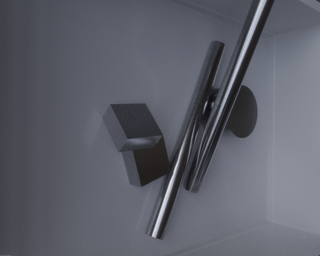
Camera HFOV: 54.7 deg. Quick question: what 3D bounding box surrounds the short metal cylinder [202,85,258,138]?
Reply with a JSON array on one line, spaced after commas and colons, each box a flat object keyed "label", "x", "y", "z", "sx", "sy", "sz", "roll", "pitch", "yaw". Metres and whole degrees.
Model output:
[{"label": "short metal cylinder", "x": 0.108, "y": -0.025, "z": 0.484, "sx": 0.081, "sy": 0.050, "sz": 0.079, "roll": 0, "pitch": 90, "yaw": -40}]

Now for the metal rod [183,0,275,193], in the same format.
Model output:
[{"label": "metal rod", "x": 0.090, "y": -0.048, "z": 0.407, "sx": 0.025, "sy": 0.025, "sz": 0.298, "roll": 3, "pitch": 112, "yaw": -40}]

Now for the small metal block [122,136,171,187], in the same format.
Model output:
[{"label": "small metal block", "x": -0.017, "y": 0.040, "z": 0.394, "sx": 0.050, "sy": 0.025, "sz": 0.050, "roll": -21, "pitch": 103, "yaw": -38}]

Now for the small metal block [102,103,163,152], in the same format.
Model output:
[{"label": "small metal block", "x": -0.032, "y": -0.002, "z": 0.365, "sx": 0.050, "sy": 0.025, "sz": 0.050, "roll": -5, "pitch": 55, "yaw": -40}]

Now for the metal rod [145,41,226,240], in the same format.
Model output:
[{"label": "metal rod", "x": 0.042, "y": 0.006, "z": 0.443, "sx": 0.025, "sy": 0.025, "sz": 0.299, "roll": 32, "pitch": 70, "yaw": -36}]
